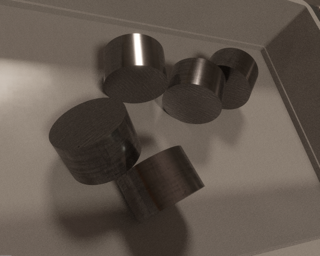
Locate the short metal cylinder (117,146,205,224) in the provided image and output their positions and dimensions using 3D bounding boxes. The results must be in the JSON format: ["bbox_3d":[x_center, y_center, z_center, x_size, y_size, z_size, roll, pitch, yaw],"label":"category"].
[{"bbox_3d":[0.001,0.061,0.335,0.081,0.080,0.050,-20,73,-36],"label":"short metal cylinder"}]

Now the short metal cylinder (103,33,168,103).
[{"bbox_3d":[-0.032,-0.074,0.400,0.081,0.080,0.050,8,59,-25],"label":"short metal cylinder"}]

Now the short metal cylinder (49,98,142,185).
[{"bbox_3d":[-0.065,0.012,0.321,0.080,0.050,0.080,-12,38,9],"label":"short metal cylinder"}]

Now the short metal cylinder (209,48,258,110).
[{"bbox_3d":[0.104,-0.075,0.475,0.080,0.080,0.050,36,51,-5],"label":"short metal cylinder"}]

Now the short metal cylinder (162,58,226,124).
[{"bbox_3d":[0.048,-0.050,0.428,0.080,0.080,0.050,25,53,-13],"label":"short metal cylinder"}]
